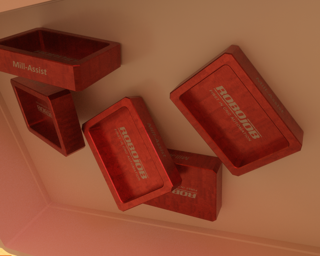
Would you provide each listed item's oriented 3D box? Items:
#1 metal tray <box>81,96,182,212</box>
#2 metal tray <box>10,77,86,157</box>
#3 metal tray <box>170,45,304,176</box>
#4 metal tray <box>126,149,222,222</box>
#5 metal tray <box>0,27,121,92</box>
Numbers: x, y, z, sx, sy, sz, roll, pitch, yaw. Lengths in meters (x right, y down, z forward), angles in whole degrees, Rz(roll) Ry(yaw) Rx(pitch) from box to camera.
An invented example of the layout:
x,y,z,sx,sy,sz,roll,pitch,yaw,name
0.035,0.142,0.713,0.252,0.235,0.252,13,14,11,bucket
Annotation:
x,y,z,sx,sy,sz,roll,pitch,yaw,name
-0.039,0.034,0.409,0.090,0.030,0.130,-29,84,27,metal tray
-0.163,-0.022,0.444,0.130,0.030,0.089,22,130,42,metal tray
0.085,-0.015,0.350,0.090,0.030,0.130,-34,100,38,metal tray
0.020,0.076,0.441,0.130,0.030,0.089,8,122,23,metal tray
-0.125,-0.088,0.376,0.130,0.090,0.030,16,125,18,metal tray
